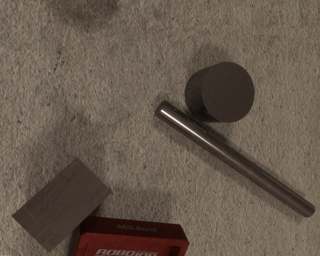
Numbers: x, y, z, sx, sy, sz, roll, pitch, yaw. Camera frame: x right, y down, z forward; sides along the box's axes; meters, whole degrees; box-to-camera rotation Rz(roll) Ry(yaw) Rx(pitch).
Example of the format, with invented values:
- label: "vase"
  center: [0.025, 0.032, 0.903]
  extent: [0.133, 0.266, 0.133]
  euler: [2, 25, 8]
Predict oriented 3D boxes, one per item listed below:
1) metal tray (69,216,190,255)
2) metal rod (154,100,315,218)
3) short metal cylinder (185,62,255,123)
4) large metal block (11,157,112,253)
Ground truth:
- label: "metal tray"
  center: [-0.040, 0.157, 0.375]
  extent: [0.131, 0.030, 0.089]
  euler: [12, 109, -20]
- label: "metal rod"
  center: [0.120, 0.053, 0.454]
  extent: [0.301, 0.025, 0.025]
  euler: [34, 79, -17]
- label: "short metal cylinder"
  center: [0.081, -0.047, 0.427]
  extent: [0.081, 0.050, 0.079]
  euler: [0, 90, -21]
- label: "large metal block"
  center: [-0.103, 0.078, 0.339]
  extent: [0.080, 0.080, 0.050]
  euler: [-44, 95, -15]
